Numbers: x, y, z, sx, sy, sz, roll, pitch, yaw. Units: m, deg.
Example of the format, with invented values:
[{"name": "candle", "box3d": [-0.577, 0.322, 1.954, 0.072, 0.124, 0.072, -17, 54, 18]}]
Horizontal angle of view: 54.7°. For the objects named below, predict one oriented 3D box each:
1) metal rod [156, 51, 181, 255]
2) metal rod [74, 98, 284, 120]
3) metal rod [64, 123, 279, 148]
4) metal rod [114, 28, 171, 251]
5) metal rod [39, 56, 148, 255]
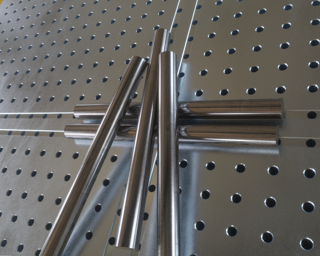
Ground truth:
[{"name": "metal rod", "box3d": [0.009, 0.043, 0.352, 0.025, 0.025, 0.299, -10, 64, 22]}, {"name": "metal rod", "box3d": [0.005, -0.023, 0.419, 0.300, 0.025, 0.025, 1, 62, 28]}, {"name": "metal rod", "box3d": [-0.005, 0.007, 0.406, 0.300, 0.025, 0.025, 1, 62, 28]}, {"name": "metal rod", "box3d": [-0.015, -0.007, 0.388, 0.025, 0.025, 0.299, -6, 59, 25]}, {"name": "metal rod", "box3d": [-0.085, 0.041, 0.402, 0.025, 0.025, 0.299, 15, 76, 34]}]
